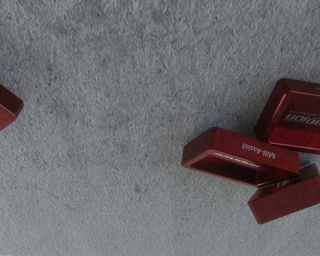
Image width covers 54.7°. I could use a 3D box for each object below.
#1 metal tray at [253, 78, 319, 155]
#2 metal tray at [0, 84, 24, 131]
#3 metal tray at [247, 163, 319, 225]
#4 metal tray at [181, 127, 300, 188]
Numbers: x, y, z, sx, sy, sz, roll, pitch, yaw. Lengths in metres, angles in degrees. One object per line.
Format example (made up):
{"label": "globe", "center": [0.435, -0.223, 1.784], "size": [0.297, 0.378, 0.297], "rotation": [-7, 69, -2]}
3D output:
{"label": "metal tray", "center": [0.200, -0.010, 0.397], "size": [0.131, 0.030, 0.089], "rotation": [8, 130, -7]}
{"label": "metal tray", "center": [-0.246, -0.040, 0.367], "size": [0.090, 0.030, 0.130], "rotation": [-30, 124, 23]}
{"label": "metal tray", "center": [0.177, 0.086, 0.424], "size": [0.090, 0.030, 0.131], "rotation": [-29, 168, 22]}
{"label": "metal tray", "center": [0.106, 0.044, 0.417], "size": [0.131, 0.030, 0.090], "rotation": [17, 154, -15]}
